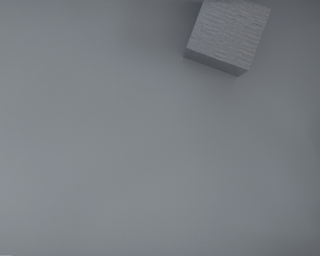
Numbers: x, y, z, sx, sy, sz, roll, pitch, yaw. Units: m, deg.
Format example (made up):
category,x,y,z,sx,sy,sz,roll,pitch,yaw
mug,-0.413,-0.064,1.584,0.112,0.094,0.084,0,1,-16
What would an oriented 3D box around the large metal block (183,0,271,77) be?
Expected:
category,x,y,z,sx,sy,sz,roll,pitch,yaw
large metal block,0.083,-0.121,0.399,0.080,0.050,0.080,20,90,0
